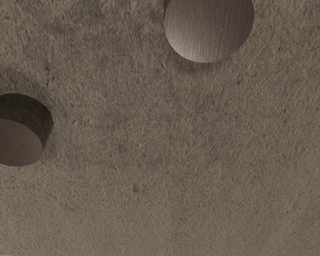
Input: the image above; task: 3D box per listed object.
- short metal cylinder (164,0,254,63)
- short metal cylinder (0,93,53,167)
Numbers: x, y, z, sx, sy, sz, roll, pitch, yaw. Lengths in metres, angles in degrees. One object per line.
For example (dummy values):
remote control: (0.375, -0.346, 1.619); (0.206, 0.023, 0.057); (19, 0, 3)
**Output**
short metal cylinder: (0.044, -0.111, 0.297); (0.081, 0.050, 0.079); (0, 130, 0)
short metal cylinder: (-0.183, 0.003, 0.391); (0.081, 0.050, 0.079); (0, 130, 0)
